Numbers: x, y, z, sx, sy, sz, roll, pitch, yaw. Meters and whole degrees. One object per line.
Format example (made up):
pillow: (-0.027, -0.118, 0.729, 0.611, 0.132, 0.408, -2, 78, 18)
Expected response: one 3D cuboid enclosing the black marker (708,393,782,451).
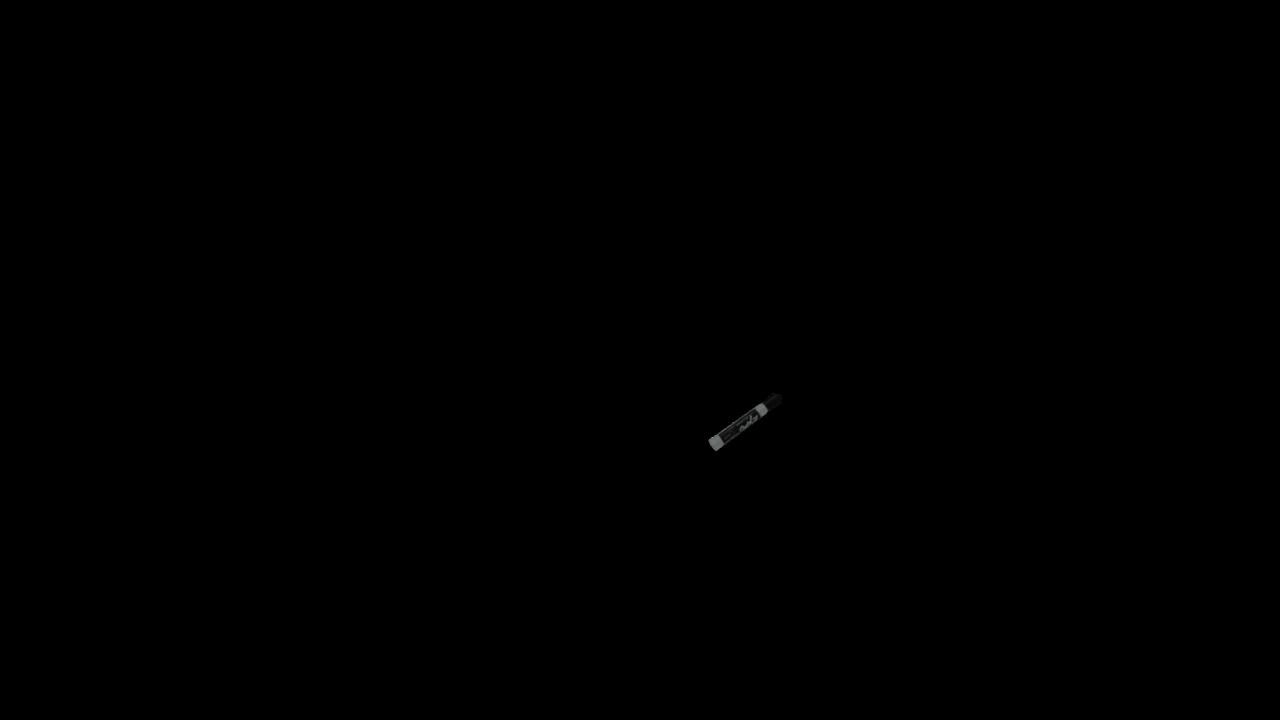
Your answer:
black marker: (0.149, 0.085, 0.859, 0.121, 0.020, 0.020, -35, 4, -6)
